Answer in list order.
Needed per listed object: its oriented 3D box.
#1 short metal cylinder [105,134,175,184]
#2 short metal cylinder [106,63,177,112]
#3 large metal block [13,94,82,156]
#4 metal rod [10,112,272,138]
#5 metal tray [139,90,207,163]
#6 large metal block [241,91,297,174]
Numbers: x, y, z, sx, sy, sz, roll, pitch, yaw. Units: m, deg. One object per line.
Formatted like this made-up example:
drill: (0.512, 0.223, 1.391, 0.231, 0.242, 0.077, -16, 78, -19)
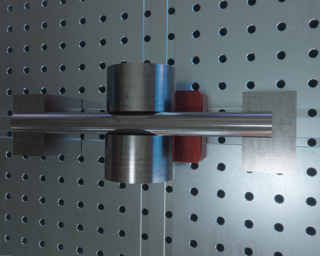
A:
short metal cylinder: (-0.023, 0.032, 0.360, 0.080, 0.080, 0.050, 1, 91, 20)
short metal cylinder: (-0.021, -0.043, 0.359, 0.080, 0.080, 0.050, 1, 91, 20)
large metal block: (-0.156, -0.004, 0.437, 0.050, 0.080, 0.080, 1, 90, 20)
metal rod: (-0.037, -0.005, 0.340, 0.301, 0.025, 0.025, 1, 90, 19)
metal tray: (-0.005, -0.003, 0.412, 0.130, 0.030, 0.089, 2, 91, 19)
large metal block: (0.120, 0.004, 0.340, 0.050, 0.080, 0.080, 1, 90, 20)
